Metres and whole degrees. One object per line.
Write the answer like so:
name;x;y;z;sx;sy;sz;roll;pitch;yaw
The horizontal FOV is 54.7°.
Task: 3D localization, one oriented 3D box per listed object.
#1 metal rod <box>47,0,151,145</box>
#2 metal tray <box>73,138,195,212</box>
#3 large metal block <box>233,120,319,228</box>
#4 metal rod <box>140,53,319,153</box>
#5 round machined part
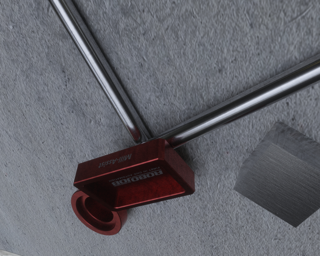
metal rod;-0.053;-0.035;0.411;0.025;0.025;0.299;-19;109;35
metal tray;-0.032;0.065;0.399;0.130;0.030;0.090;-19;135;23
large metal block;0.142;0.051;0.347;0.080;0.050;0.079;32;128;7
metal rod;0.045;-0.002;0.361;0.299;0.025;0.025;-27;104;30
round machined part;-0.098;0.131;0.526;0.098;0.042;0.097;13;124;20
